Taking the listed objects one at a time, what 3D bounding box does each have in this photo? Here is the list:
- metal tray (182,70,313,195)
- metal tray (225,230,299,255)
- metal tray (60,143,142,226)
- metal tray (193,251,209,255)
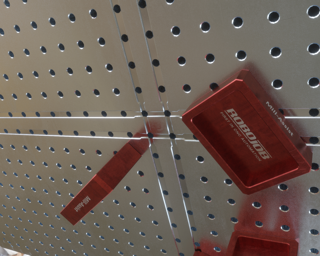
[{"bbox_3d":[0.100,0.010,0.361,0.090,0.030,0.130,-35,99,38],"label":"metal tray"},{"bbox_3d":[0.125,0.196,0.399,0.090,0.131,0.030,0,118,28],"label":"metal tray"},{"bbox_3d":[-0.090,0.085,0.470,0.030,0.090,0.129,44,129,-2],"label":"metal tray"},{"bbox_3d":[0.086,0.279,0.535,0.090,0.030,0.129,21,126,16],"label":"metal tray"}]
